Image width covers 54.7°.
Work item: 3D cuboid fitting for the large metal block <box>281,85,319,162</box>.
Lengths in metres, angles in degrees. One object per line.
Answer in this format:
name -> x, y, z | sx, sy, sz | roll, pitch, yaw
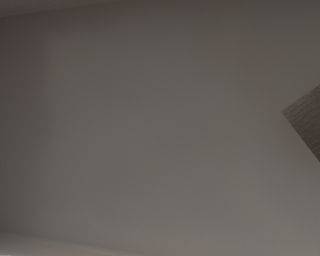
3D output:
large metal block -> 0.188, -0.012, 0.312 | 0.080, 0.050, 0.080 | 57, 138, 11
